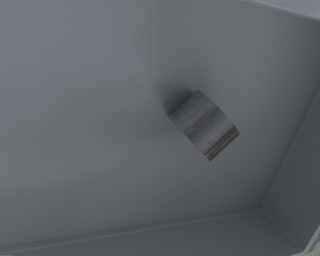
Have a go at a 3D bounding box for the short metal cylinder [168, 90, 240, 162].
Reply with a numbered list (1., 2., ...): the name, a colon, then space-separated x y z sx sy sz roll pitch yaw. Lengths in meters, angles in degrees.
1. short metal cylinder: 0.056 -0.003 0.401 0.050 0.080 0.080 -43 129 1
